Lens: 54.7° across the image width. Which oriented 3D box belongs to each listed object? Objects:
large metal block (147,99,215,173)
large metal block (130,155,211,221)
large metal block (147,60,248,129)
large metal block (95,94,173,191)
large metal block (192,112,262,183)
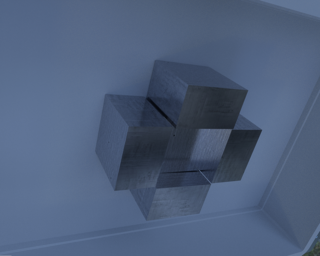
[{"bbox_3d":[0.019,0.010,0.406,0.081,0.050,0.079,1,118,-29],"label":"large metal block"},{"bbox_3d":[0.008,0.074,0.421,0.081,0.080,0.050,2,118,-29],"label":"large metal block"},{"bbox_3d":[0.041,-0.040,0.368,0.081,0.080,0.050,1,118,-29],"label":"large metal block"},{"bbox_3d":[-0.035,0.014,0.362,0.050,0.080,0.079,1,118,-29],"label":"large metal block"},{"bbox_3d":[0.081,0.018,0.427,0.050,0.080,0.079,1,118,-29],"label":"large metal block"}]
